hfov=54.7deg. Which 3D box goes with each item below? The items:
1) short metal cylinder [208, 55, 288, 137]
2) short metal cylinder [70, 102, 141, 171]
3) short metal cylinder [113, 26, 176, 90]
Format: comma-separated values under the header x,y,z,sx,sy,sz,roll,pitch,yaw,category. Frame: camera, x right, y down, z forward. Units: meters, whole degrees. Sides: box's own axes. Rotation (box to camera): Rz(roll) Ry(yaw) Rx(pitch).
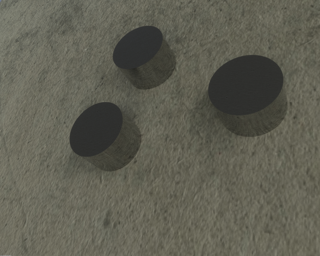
x,y,z,sx,sy,sz,roll,pitch,yaw,category
0.102,-0.036,0.356,0.080,0.050,0.080,-13,56,20,short metal cylinder
-0.073,0.012,0.417,0.080,0.050,0.080,-13,56,20,short metal cylinder
-0.022,-0.105,0.462,0.080,0.050,0.080,-13,56,20,short metal cylinder
